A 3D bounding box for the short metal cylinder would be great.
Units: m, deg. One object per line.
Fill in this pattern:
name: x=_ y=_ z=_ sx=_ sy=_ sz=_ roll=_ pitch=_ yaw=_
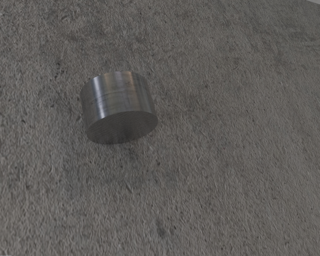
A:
short metal cylinder: x=-0.047 y=-0.021 z=0.355 sx=0.081 sy=0.080 sz=0.050 roll=-2 pitch=63 yaw=-29
